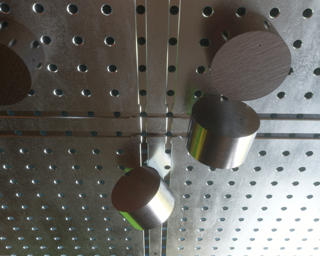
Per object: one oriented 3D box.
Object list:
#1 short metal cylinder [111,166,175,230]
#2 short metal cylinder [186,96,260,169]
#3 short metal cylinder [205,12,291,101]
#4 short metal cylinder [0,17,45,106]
[{"bbox_3d":[-0.025,0.104,0.464,0.080,0.080,0.050,-19,128,16],"label":"short metal cylinder"},{"bbox_3d":[0.075,0.004,0.379,0.081,0.080,0.050,4,130,-4],"label":"short metal cylinder"},{"bbox_3d":[0.091,-0.076,0.332,0.081,0.050,0.079,0,130,0],"label":"short metal cylinder"},{"bbox_3d":[-0.172,-0.071,0.333,0.081,0.050,0.079,0,130,0],"label":"short metal cylinder"}]
